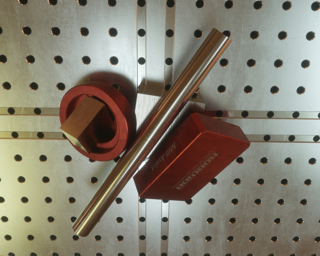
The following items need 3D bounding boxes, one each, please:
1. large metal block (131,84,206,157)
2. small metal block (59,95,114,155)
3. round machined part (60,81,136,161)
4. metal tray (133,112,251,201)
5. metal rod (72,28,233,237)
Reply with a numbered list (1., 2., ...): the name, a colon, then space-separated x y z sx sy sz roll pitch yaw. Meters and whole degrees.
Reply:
1. large metal block: 0.007 -0.006 0.397 0.081 0.050 0.079 8 110 -4
2. small metal block: -0.085 -0.003 0.368 0.025 0.050 0.050 29 70 16
3. round machined part: -0.072 -0.011 0.385 0.098 0.042 0.097 10 115 23
4. metal tray: 0.038 0.043 0.391 0.091 0.030 0.129 15 128 -39
5. metal rod: -0.019 0.018 0.366 0.025 0.025 0.299 33 106 -12
